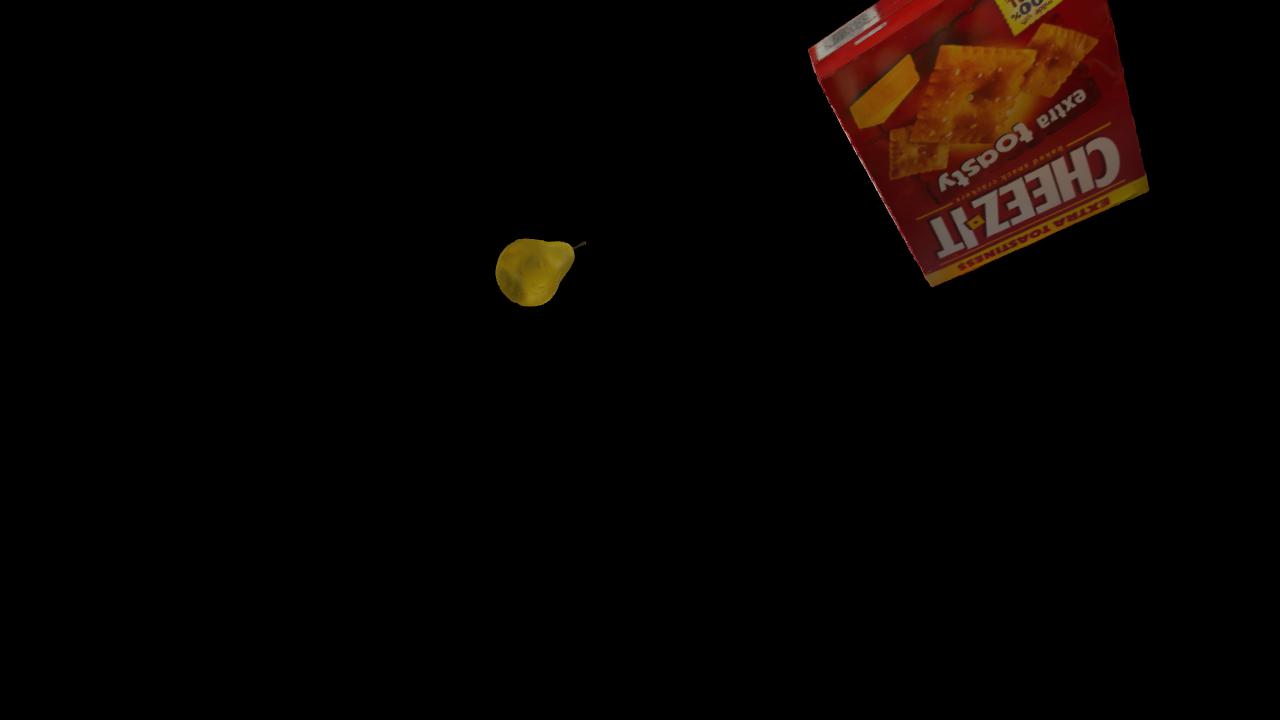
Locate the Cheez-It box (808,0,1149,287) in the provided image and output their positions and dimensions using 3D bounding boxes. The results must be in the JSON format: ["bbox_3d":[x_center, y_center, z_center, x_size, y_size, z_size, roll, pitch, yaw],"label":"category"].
[{"bbox_3d":[0.252,-0.178,0.460,0.166,0.071,0.223,-25,-52,29],"label":"Cheez-It box"}]

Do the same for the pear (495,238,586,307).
[{"bbox_3d":[-0.111,-0.110,0.712,0.080,0.080,0.111,0,26,46],"label":"pear"}]
